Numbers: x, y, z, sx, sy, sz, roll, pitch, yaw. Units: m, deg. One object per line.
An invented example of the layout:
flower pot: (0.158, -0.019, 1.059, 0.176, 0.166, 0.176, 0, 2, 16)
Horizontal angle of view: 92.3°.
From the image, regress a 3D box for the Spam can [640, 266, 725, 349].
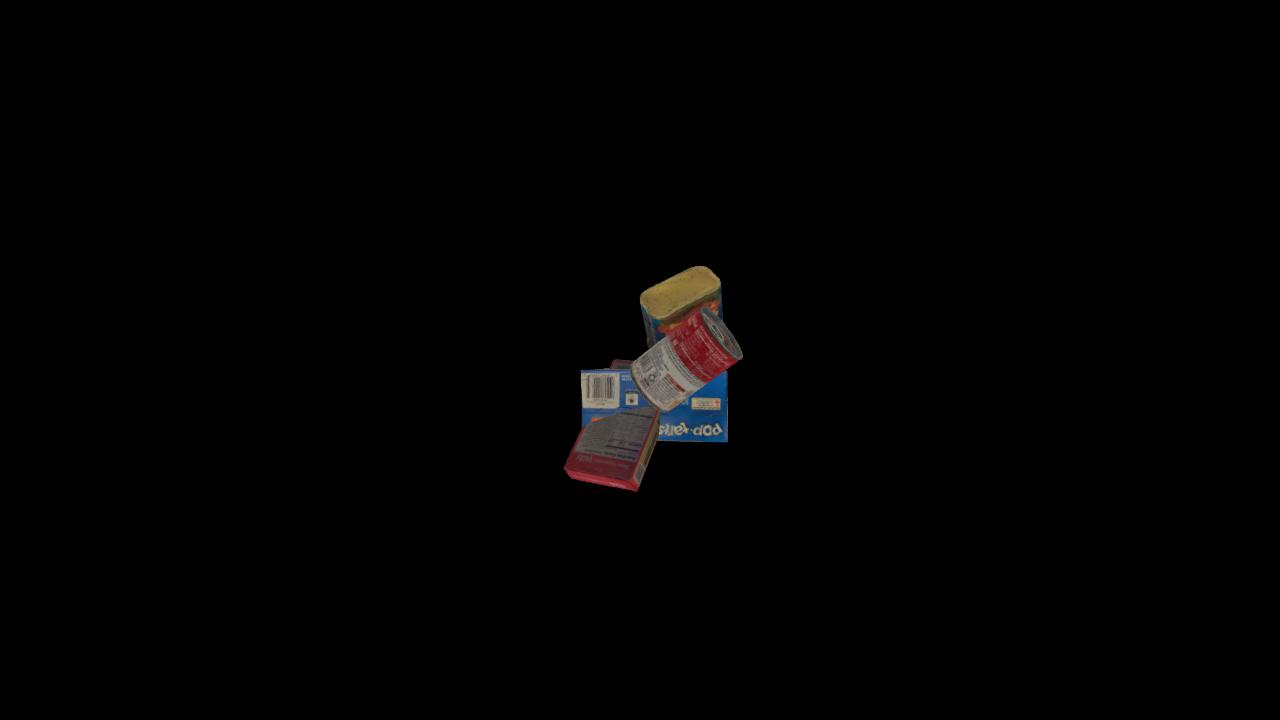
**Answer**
Spam can: (0.053, -0.058, 0.756, 0.101, 0.058, 0.085, -28, -37, -12)

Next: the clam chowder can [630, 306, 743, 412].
clam chowder can: (0.047, 0.001, 0.646, 0.102, 0.068, 0.068, -38, -15, 20)

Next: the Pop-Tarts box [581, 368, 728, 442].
Pop-Tarts box: (0.024, 0.051, 0.750, 0.167, 0.083, 0.141, 1, 0, 7)

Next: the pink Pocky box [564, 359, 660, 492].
pink Pocky box: (-0.017, 0.069, 0.694, 0.084, 0.155, 0.029, 5, -37, 26)
